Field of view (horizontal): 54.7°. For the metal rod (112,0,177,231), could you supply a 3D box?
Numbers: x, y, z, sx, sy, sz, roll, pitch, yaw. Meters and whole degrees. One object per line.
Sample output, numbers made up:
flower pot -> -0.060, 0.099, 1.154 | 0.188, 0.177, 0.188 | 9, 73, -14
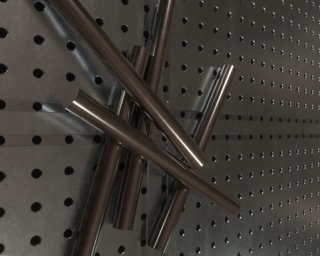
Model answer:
metal rod -> -0.018, -0.024, 0.396 | 0.025, 0.025, 0.299 | 18, 78, -39

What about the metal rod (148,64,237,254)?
metal rod -> 0.055, 0.032, 0.457 | 0.025, 0.025, 0.300 | 39, 66, -34

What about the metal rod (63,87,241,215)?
metal rod -> 0.012, 0.045, 0.387 | 0.301, 0.025, 0.025 | 37, 67, -34

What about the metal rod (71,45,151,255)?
metal rod -> -0.060, 0.044, 0.360 | 0.025, 0.025, 0.299 | 24, 75, -38

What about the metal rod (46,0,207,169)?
metal rod -> -0.042, -0.064, 0.347 | 0.300, 0.025, 0.025 | 49, 60, -19
